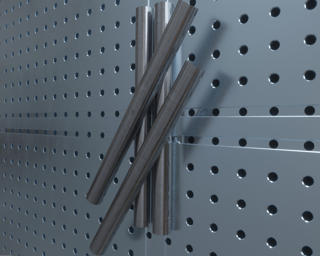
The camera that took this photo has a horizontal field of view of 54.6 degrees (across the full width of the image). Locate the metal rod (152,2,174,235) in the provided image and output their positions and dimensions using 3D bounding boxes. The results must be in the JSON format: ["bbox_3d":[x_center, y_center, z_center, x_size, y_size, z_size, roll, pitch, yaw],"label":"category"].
[{"bbox_3d":[0.004,-0.012,0.408,0.025,0.025,0.298,1,91,40],"label":"metal rod"}]

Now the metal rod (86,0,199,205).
[{"bbox_3d":[-0.032,-0.018,0.405,0.025,0.025,0.298,42,115,32],"label":"metal rod"}]

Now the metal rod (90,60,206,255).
[{"bbox_3d":[-0.025,0.053,0.399,0.025,0.025,0.298,42,115,32],"label":"metal rod"}]

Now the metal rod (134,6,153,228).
[{"bbox_3d":[-0.023,-0.015,0.430,0.025,0.025,0.298,1,91,40],"label":"metal rod"}]
